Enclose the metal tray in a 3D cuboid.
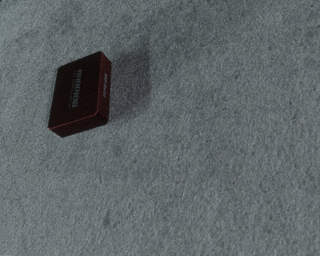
[{"bbox_3d":[-0.127,-0.056,0.499,0.090,0.030,0.130,-16,55,19],"label":"metal tray"}]
